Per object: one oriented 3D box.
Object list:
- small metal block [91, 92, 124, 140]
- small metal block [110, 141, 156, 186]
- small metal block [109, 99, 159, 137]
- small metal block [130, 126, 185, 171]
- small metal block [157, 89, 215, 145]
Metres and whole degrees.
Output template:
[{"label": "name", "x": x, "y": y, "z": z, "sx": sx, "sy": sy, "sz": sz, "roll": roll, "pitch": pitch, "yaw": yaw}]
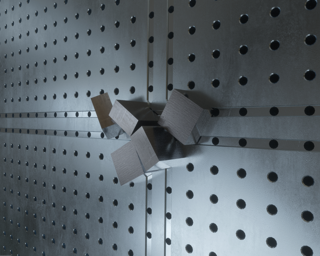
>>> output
[{"label": "small metal block", "x": -0.077, "y": -0.017, "z": 0.456, "sx": 0.025, "sy": 0.050, "sz": 0.050, "roll": -21, "pitch": 72, "yaw": -7}, {"label": "small metal block", "x": -0.039, "y": 0.049, "z": 0.443, "sx": 0.050, "sy": 0.025, "sz": 0.050, "roll": -33, "pitch": 70, "yaw": 35}, {"label": "small metal block", "x": -0.032, "y": -0.013, "z": 0.421, "sx": 0.050, "sy": 0.050, "sz": 0.025, "roll": 42, "pitch": 115, "yaw": 32}, {"label": "small metal block", "x": -0.003, "y": 0.025, "z": 0.397, "sx": 0.025, "sy": 0.050, "sz": 0.050, "roll": -42, "pitch": 65, "yaw": 32}, {"label": "small metal block", "x": 0.031, "y": -0.014, "z": 0.385, "sx": 0.050, "sy": 0.025, "sz": 0.050, "roll": 40, "pitch": 114, "yaw": 33}]
